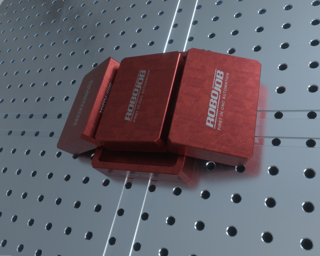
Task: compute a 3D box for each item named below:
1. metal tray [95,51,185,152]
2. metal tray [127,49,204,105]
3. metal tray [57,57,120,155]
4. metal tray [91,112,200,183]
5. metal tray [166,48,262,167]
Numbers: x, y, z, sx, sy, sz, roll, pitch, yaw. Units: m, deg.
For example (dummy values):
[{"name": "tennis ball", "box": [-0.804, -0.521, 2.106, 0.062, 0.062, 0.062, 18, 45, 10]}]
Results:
[{"name": "metal tray", "box": [-0.021, -0.035, 0.397, 0.090, 0.030, 0.130, 0, 61, 27]}, {"name": "metal tray", "box": [0.002, -0.061, 0.440, 0.130, 0.030, 0.090, 1, 62, 28]}, {"name": "metal tray", "box": [-0.099, -0.031, 0.451, 0.090, 0.030, 0.130, -19, 50, 49]}, {"name": "metal tray", "box": [-0.018, 0.019, 0.402, 0.130, 0.030, 0.090, 1, 62, 28]}, {"name": "metal tray", "box": [0.065, -0.027, 0.362, 0.090, 0.030, 0.130, 12, 65, 3]}]
